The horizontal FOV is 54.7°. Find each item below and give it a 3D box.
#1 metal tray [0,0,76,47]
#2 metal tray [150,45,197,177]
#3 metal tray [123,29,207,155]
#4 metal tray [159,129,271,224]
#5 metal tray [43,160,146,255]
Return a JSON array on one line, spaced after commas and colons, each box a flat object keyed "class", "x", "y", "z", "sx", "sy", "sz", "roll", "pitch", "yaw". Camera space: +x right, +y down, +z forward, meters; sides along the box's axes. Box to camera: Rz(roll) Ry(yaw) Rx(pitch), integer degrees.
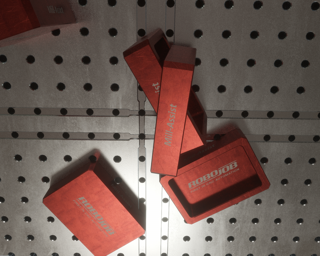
[{"class": "metal tray", "x": -0.148, "y": -0.106, "z": 0.316, "sx": 0.090, "sy": 0.130, "sz": 0.030, "roll": -16, "pitch": 110, "yaw": 6}, {"class": "metal tray", "x": 0.016, "y": -0.021, "z": 0.357, "sx": 0.030, "sy": 0.090, "sz": 0.129, "roll": 9, "pitch": 116, "yaw": 4}, {"class": "metal tray", "x": 0.013, "y": -0.045, "z": 0.360, "sx": 0.030, "sy": 0.090, "sz": 0.130, "roll": -24, "pitch": 109, "yaw": 19}, {"class": "metal tray", "x": 0.076, "y": 0.070, "z": 0.437, "sx": 0.130, "sy": 0.030, "sz": 0.090, "roll": -28, "pitch": 108, "yaw": 9}, {"class": "metal tray", "x": -0.093, "y": 0.122, "z": 0.454, "sx": 0.090, "sy": 0.030, "sz": 0.130, "roll": -33, "pitch": 107, "yaw": 11}]
